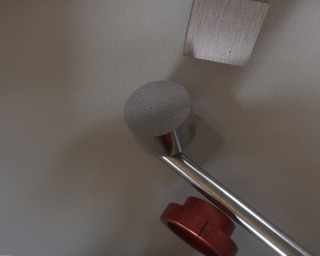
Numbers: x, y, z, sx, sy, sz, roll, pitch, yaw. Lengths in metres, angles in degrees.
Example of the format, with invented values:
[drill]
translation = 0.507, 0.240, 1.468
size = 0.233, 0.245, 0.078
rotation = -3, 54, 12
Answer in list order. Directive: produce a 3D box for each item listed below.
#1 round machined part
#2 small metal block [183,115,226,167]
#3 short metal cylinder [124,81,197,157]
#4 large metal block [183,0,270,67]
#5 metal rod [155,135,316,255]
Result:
[round machined part]
translation = 0.052, 0.121, 0.380
size = 0.098, 0.098, 0.042
rotation = 38, 68, -1
[small metal block]
translation = 0.050, 0.018, 0.412
size = 0.050, 0.025, 0.050
rotation = -45, 91, 0
[short metal cylinder]
translation = 0.002, -0.011, 0.380
size = 0.080, 0.050, 0.080
rotation = -7, 57, 11
[large metal block]
translation = 0.077, -0.129, 0.380
size = 0.080, 0.050, 0.079
rotation = 10, 132, -1
[metal rod]
translation = 0.095, 0.098, 0.353
size = 0.300, 0.025, 0.025
rotation = 37, 90, 23
